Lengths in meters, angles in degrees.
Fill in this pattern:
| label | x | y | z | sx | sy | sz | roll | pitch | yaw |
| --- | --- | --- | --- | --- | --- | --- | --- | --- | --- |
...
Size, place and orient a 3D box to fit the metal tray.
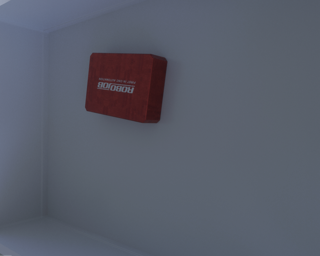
| label | x | y | z | sx | sy | sz | roll | pitch | yaw |
| --- | --- | --- | --- | --- | --- | --- | --- | --- | --- |
| metal tray | -0.053 | -0.061 | 0.449 | 0.130 | 0.030 | 0.089 | 12 | 98 | 39 |
